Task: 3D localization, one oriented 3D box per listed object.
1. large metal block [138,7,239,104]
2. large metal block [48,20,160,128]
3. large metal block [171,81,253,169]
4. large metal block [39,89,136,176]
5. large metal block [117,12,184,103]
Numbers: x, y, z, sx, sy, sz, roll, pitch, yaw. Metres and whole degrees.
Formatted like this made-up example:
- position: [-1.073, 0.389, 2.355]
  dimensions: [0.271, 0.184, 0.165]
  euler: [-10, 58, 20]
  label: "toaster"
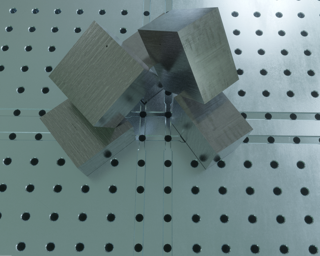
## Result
- position: [0.030, -0.081, 0.337]
  dimensions: [0.050, 0.080, 0.080]
  euler: [-36, 32, -17]
  label: "large metal block"
- position: [-0.062, -0.057, 0.349]
  dimensions: [0.080, 0.050, 0.080]
  euler: [46, 101, 14]
  label: "large metal block"
- position: [0.059, -0.003, 0.383]
  dimensions: [0.050, 0.080, 0.080]
  euler: [-32, 74, -11]
  label: "large metal block"
- position: [-0.089, 0.001, 0.396]
  dimensions: [0.080, 0.050, 0.080]
  euler: [-38, 75, -13]
  label: "large metal block"
- position: [-0.008, -0.091, 0.414]
  dimensions: [0.080, 0.080, 0.050]
  euler: [-40, 75, -13]
  label: "large metal block"
